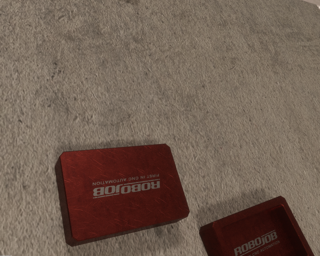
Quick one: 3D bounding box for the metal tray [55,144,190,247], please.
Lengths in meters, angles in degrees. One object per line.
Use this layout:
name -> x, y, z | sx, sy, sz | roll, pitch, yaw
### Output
metal tray -> -0.040, 0.068, 0.339 | 0.131, 0.030, 0.090 | -3, 63, -30

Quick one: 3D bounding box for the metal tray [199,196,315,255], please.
metal tray -> 0.122, 0.144, 0.379 | 0.131, 0.030, 0.090 | -9, 66, -32
